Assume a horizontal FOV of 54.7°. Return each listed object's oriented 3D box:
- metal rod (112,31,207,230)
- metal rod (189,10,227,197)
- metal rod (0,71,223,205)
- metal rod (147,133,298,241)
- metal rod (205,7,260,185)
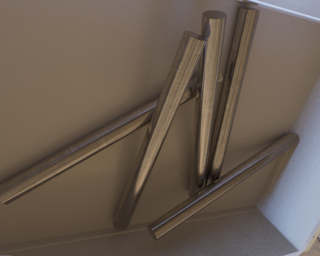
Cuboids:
[{"bbox_3d":[-0.011,0.025,0.392,0.025,0.025,0.298,2,126,-30],"label":"metal rod"},{"bbox_3d":[0.058,-0.003,0.414,0.025,0.025,0.298,-18,134,-19],"label":"metal rod"},{"bbox_3d":[-0.054,0.003,0.382,0.301,0.025,0.025,-30,129,-10],"label":"metal rod"},{"bbox_3d":[0.112,0.083,0.493,0.302,0.025,0.025,-27,129,-23],"label":"metal rod"},{"bbox_3d":[0.096,-0.017,0.452,0.025,0.025,0.298,-8,122,-25],"label":"metal rod"}]
